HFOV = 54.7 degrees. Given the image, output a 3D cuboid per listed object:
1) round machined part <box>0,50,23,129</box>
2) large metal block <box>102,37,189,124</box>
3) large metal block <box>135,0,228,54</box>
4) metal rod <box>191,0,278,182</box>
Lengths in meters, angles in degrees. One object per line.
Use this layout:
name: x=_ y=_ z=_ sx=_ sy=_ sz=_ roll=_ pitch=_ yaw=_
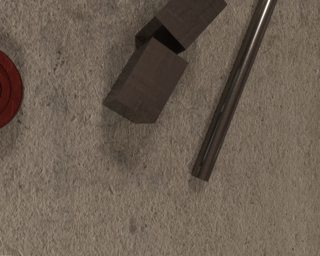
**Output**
round machined part: x=-0.198 y=-0.040 z=0.327 sx=0.099 sy=0.042 sz=0.097 roll=0 pitch=90 yaw=-21
large metal block: x=-0.021 y=-0.052 z=0.373 sx=0.050 sy=0.080 sz=0.080 roll=32 pitch=79 yaw=-18
large metal block: x=0.024 y=-0.135 z=0.389 sx=0.050 sy=0.080 sz=0.080 roll=45 pitch=76 yaw=-15
metal rod: x=0.112 y=-0.066 z=0.451 sx=0.025 sy=0.025 sz=0.299 roll=25 pitch=81 yaw=-19
